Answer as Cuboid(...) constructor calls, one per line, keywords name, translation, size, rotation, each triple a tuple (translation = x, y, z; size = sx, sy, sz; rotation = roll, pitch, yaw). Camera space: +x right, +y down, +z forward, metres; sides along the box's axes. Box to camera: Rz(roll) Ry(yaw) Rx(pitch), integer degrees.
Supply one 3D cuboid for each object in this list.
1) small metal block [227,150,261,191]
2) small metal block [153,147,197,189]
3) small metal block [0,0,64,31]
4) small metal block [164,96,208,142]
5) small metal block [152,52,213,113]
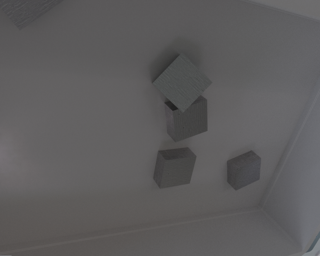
Cuboid(name="small metal block", translation=(0.144, 0.073, 0.532), size=(0.050, 0.025, 0.050), rotation=(-20, 126, -16))
Cuboid(name="small metal block", translation=(0.021, 0.058, 0.456), size=(0.050, 0.025, 0.050), rotation=(-5, 121, -26))
Cuboid(name="small metal block", translation=(-0.119, -0.122, 0.268), size=(0.050, 0.025, 0.050), rotation=(-37, 129, -4))
Cuboid(name="small metal block", translation=(0.036, -0.015, 0.419), size=(0.050, 0.025, 0.050), rotation=(-19, 126, -17))
Cuboid(name="small metal block", translation=(0.026, -0.054, 0.374), size=(0.050, 0.025, 0.050), rotation=(44, 94, -6))
